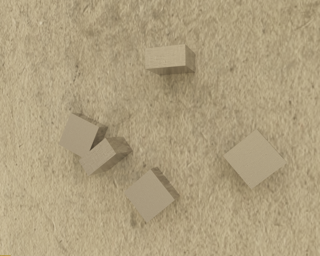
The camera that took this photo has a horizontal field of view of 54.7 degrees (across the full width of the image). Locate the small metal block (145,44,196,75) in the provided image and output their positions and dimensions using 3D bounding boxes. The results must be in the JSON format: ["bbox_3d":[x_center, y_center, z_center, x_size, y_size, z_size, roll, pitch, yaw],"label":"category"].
[{"bbox_3d":[0.014,-0.084,0.390,0.050,0.050,0.025,-1,90,19],"label":"small metal block"}]

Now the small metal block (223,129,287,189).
[{"bbox_3d":[0.113,0.036,0.369,0.050,0.025,0.050,-42,77,15],"label":"small metal block"}]

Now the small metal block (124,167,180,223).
[{"bbox_3d":[-0.010,0.088,0.412,0.050,0.025,0.050,-43,77,14],"label":"small metal block"}]

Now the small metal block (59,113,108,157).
[{"bbox_3d":[-0.111,0.011,0.447,0.050,0.025,0.050,26,98,17],"label":"small metal block"}]

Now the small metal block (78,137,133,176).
[{"bbox_3d":[-0.072,0.037,0.420,0.050,0.050,0.025,-39,78,16],"label":"small metal block"}]
